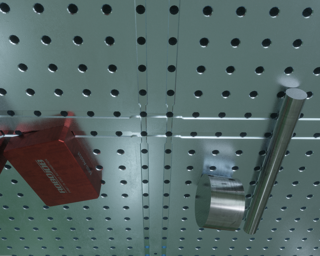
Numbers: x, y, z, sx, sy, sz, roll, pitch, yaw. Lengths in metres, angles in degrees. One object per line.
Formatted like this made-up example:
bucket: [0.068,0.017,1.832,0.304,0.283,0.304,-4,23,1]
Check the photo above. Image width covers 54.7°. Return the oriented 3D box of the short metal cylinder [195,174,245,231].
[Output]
short metal cylinder: [0.089,0.113,0.473,0.050,0.080,0.079,9,130,-8]

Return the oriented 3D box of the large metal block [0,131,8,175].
large metal block: [-0.262,0.024,0.413,0.080,0.050,0.080,-9,130,7]

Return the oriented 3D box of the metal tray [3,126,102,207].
metal tray: [-0.153,0.061,0.459,0.090,0.030,0.129,-12,130,9]

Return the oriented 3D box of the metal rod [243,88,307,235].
metal rod: [0.166,0.072,0.474,0.025,0.025,0.298,0,130,0]
